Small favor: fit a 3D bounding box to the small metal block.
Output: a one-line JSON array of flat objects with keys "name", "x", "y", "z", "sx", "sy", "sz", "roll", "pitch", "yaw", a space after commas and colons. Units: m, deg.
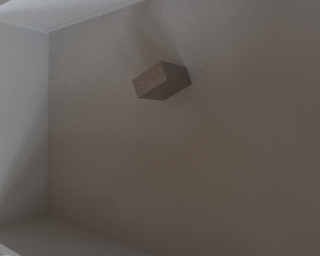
[{"name": "small metal block", "x": 0.003, "y": -0.058, "z": 0.389, "sx": 0.050, "sy": 0.050, "sz": 0.025, "roll": -27, "pitch": 73, "yaw": 37}]
